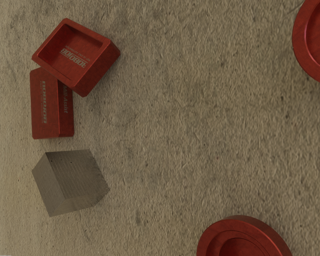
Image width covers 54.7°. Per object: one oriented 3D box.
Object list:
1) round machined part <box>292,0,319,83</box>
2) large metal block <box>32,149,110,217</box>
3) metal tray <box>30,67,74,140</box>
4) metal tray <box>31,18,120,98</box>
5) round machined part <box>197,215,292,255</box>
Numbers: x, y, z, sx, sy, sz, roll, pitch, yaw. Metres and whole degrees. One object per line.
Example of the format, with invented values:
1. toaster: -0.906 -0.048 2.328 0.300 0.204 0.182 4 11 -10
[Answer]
1. round machined part: 0.166 -0.079 0.256 0.098 0.042 0.097 0 90 39
2. large metal block: -0.138 0.082 0.480 0.050 0.081 0.080 -47 62 30
3. metal tray: -0.197 -0.046 0.561 0.090 0.030 0.129 -6 86 39
4. metal tray: -0.134 -0.113 0.484 0.130 0.030 0.090 34 83 34
5. round machined part: 0.090 0.139 0.319 0.098 0.042 0.097 0 90 39
